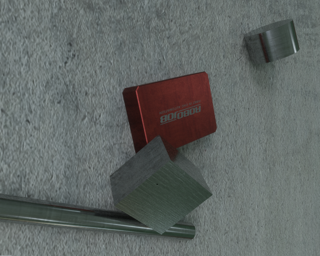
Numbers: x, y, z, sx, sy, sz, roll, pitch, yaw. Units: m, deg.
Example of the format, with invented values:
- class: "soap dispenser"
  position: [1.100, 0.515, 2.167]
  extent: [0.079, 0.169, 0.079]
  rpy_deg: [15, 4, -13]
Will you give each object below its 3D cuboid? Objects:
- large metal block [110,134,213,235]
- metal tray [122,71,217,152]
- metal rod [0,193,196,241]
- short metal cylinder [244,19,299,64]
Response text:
- class: "large metal block"
  position: [0.000, 0.068, 0.366]
  extent: [0.080, 0.050, 0.080]
  rpy_deg: [-41, 123, 11]
- class: "metal tray"
  position: [0.019, -0.022, 0.419]
  extent: [0.131, 0.030, 0.089]
  rpy_deg: [-19, 102, -39]
- class: "metal rod"
  position: [-0.069, 0.104, 0.348]
  extent: [0.302, 0.025, 0.025]
  rpy_deg: [22, 76, -38]
- class: "short metal cylinder"
  position: [0.192, -0.149, 0.533]
  extent: [0.081, 0.080, 0.050]
  rpy_deg: [-34, 112, -35]
